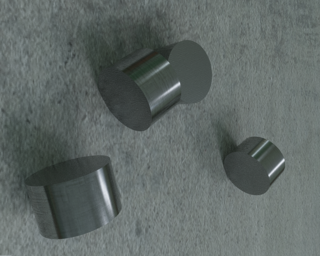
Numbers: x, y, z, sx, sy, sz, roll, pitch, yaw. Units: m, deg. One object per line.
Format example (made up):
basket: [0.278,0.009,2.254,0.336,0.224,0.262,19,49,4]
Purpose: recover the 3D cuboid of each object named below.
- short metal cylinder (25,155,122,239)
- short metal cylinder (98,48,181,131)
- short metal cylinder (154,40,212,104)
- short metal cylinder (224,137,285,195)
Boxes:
short metal cylinder: [-0.082,0.063,0.301,0.081,0.080,0.050,-20,103,-39]
short metal cylinder: [-0.023,-0.043,0.351,0.050,0.080,0.080,-41,115,-33]
short metal cylinder: [0.023,-0.071,0.410,0.081,0.050,0.079,0,90,-40]
short metal cylinder: [0.151,0.061,0.499,0.050,0.080,0.080,-34,111,-35]
